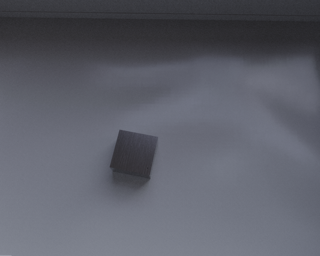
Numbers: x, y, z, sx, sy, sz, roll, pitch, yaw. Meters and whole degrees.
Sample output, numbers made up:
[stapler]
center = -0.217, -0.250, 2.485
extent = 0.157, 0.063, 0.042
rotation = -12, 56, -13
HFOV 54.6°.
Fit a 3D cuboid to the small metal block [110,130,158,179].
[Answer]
[small metal block]
center = -0.032, 0.034, 0.397
extent = 0.050, 0.025, 0.050
rotation = 11, 70, 4
